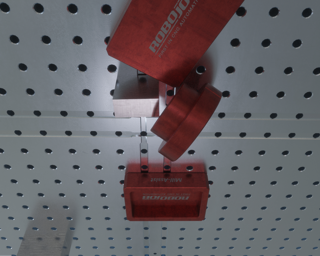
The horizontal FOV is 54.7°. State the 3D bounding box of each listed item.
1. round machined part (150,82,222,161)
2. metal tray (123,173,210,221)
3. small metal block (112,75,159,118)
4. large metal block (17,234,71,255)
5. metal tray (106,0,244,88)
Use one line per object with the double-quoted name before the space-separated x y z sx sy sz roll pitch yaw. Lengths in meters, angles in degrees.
"round machined part" 0.025 -0.013 0.357 0.042 0.098 0.097 35 124 -2
"metal tray" 0.010 0.114 0.505 0.131 0.030 0.089 0 130 -1
"small metal block" -0.026 -0.038 0.363 0.050 0.050 0.025 -1 130 1
"large metal block" -0.223 0.251 0.587 0.081 0.080 0.050 0 130 0
"metal tray" 0.014 -0.112 0.313 0.090 0.030 0.129 24 126 -20
